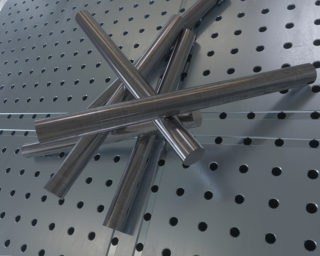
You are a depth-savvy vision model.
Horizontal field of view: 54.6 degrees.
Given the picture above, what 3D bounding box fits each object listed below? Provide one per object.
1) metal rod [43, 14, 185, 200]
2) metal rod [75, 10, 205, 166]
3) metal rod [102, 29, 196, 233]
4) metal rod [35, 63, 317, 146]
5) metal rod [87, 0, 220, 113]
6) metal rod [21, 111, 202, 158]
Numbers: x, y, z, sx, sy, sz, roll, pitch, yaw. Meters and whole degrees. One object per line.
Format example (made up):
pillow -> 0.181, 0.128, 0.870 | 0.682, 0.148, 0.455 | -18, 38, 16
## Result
metal rod -> -0.046, -0.043, 0.406 | 0.025, 0.025, 0.300 | 15, 62, 34
metal rod -> -0.042, -0.070, 0.390 | 0.025, 0.025, 0.300 | -39, 56, 2
metal rod -> -0.007, -0.012, 0.419 | 0.025, 0.025, 0.300 | 7, 65, 31
metal rod -> 0.030, -0.029, 0.323 | 0.302, 0.025, 0.025 | -13, 51, -14
metal rod -> -0.008, -0.118, 0.485 | 0.300, 0.025, 0.025 | -45, 51, -3
metal rod -> -0.085, 0.012, 0.424 | 0.300, 0.025, 0.025 | -11, 57, 30
